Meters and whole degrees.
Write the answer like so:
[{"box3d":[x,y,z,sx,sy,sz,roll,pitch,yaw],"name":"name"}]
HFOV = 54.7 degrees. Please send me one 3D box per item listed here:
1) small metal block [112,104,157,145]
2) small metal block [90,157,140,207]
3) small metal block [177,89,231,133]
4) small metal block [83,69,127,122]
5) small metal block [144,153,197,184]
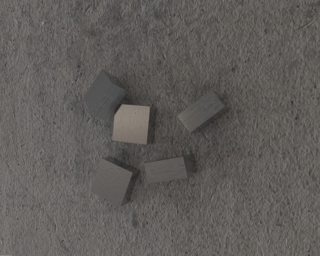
[{"box3d":[-0.034,-0.006,0.421,0.050,0.025,0.050,6,92,19],"name":"small metal block"},{"box3d":[-0.062,0.073,0.431,0.050,0.025,0.050,22,97,18],"name":"small metal block"},{"box3d":[0.055,-0.019,0.376,0.050,0.050,0.025,-38,78,16],"name":"small metal block"},{"box3d":[-0.076,-0.045,0.423,0.050,0.025,0.050,-54,38,12],"name":"small metal block"},{"box3d":[0.015,0.050,0.390,0.050,0.050,0.025,-12,86,19],"name":"small metal block"}]
